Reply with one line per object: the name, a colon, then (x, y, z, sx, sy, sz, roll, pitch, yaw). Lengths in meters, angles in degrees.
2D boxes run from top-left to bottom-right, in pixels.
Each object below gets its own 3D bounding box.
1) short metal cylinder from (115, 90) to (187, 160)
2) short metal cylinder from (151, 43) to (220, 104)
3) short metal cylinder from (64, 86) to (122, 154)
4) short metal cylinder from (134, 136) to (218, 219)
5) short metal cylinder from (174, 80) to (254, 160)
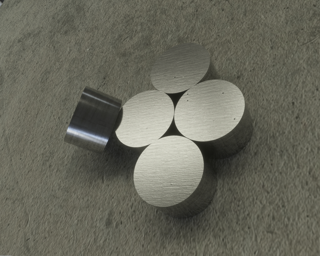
short metal cylinder: (-0.009, -0.001, 0.395, 0.080, 0.050, 0.080, -13, 56, 21)
short metal cylinder: (0.035, -0.065, 0.411, 0.080, 0.050, 0.080, -13, 56, 21)
short metal cylinder: (-0.090, -0.010, 0.416, 0.080, 0.050, 0.080, -157, 89, -78)
short metal cylinder: (0.018, 0.055, 0.346, 0.080, 0.050, 0.080, -13, 56, 21)
short metal cylinder: (0.064, -0.009, 0.362, 0.080, 0.050, 0.080, -13, 56, 21)
